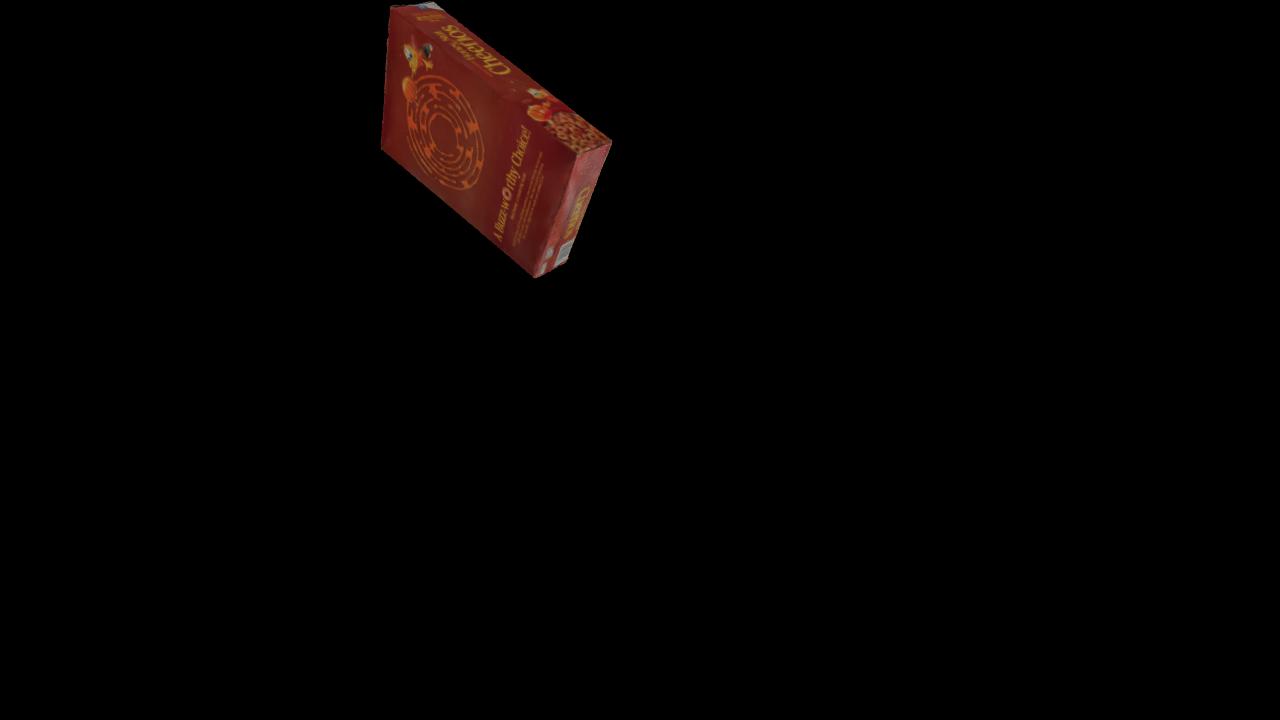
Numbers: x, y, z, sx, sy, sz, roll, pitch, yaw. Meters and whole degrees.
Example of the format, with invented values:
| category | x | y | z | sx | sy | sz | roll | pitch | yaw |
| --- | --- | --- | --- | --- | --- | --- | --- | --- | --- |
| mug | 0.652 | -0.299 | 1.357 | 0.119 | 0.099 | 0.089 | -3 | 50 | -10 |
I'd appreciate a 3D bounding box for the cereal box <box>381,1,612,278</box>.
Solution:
| category | x | y | z | sx | sy | sz | roll | pitch | yaw |
| --- | --- | --- | --- | --- | --- | --- | --- | --- | --- |
| cereal box | -0.198 | -0.277 | 0.789 | 0.081 | 0.306 | 0.203 | -41 | -13 | -43 |
